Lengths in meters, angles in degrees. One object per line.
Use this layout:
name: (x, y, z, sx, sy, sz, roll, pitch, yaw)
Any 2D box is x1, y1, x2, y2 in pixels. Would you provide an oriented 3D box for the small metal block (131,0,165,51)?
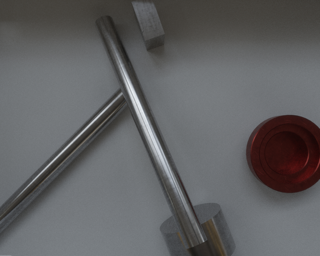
small metal block: (-0.014, -0.133, 0.399, 0.025, 0.050, 0.050, -19, 90, 0)

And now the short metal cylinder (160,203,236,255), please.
short metal cylinder: (0.046, 0.134, 0.385, 0.080, 0.080, 0.050, -21, 90, 0)

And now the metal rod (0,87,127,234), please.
metal rod: (-0.146, 0.057, 0.409, 0.025, 0.025, 0.300, 45, 89, -1)

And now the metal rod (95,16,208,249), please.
metal rod: (-0.018, -0.009, 0.370, 0.025, 0.025, 0.299, -23, 74, 0)

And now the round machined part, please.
round machined part: (0.162, 0.032, 0.405, 0.099, 0.042, 0.097, 0, 90, -1)
